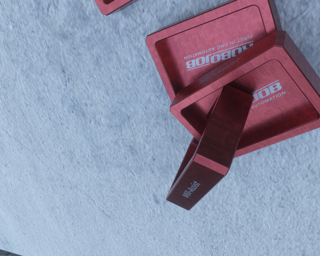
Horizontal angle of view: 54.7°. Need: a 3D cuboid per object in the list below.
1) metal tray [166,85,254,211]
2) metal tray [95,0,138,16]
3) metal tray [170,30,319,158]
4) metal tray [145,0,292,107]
[{"bbox_3d":[0.048,0.026,0.325,0.030,0.090,0.129,25,150,3],"label":"metal tray"},{"bbox_3d":[-0.049,-0.193,0.308,0.090,0.030,0.130,-16,111,34],"label":"metal tray"},{"bbox_3d":[0.085,-0.022,0.305,0.090,0.030,0.130,45,134,-17],"label":"metal tray"},{"bbox_3d":[0.059,-0.077,0.323,0.130,0.030,0.090,-11,113,32],"label":"metal tray"}]
